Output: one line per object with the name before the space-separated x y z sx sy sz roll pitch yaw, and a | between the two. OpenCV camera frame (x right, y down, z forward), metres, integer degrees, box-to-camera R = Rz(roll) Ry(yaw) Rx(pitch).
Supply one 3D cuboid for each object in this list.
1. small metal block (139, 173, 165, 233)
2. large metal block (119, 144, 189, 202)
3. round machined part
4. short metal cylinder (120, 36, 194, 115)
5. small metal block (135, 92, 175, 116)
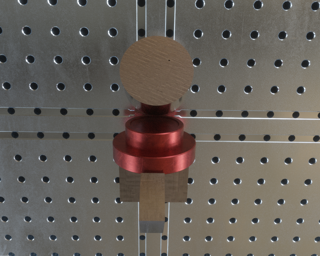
small metal block | -0.008 0.082 0.333 0.025 0.050 0.050 1 148 -1
large metal block | -0.008 0.052 0.402 0.081 0.080 0.050 1 110 -1
round machined part | -0.006 0.014 0.368 0.099 0.098 0.042 1 110 -1
short metal cylinder | -0.004 -0.059 0.360 0.081 0.050 0.080 0 80 -1
small metal block | -0.007 -0.025 0.403 0.050 0.025 0.050 1 110 -1
